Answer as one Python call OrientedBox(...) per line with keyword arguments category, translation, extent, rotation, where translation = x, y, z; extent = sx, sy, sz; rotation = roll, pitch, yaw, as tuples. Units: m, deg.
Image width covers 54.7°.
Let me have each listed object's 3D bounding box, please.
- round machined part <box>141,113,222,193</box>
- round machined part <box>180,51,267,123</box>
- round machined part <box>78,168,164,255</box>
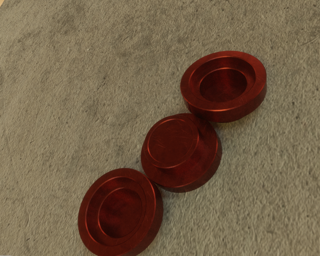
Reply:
OrientedBox(category="round machined part", translation=(0.020, 0.024, 0.368), extent=(0.098, 0.042, 0.098), rotation=(-13, 56, 21))
OrientedBox(category="round machined part", translation=(0.077, -0.045, 0.373), extent=(0.098, 0.042, 0.098), rotation=(-10, 50, 12))
OrientedBox(category="round machined part", translation=(-0.041, 0.099, 0.354), extent=(0.098, 0.042, 0.098), rotation=(-13, 56, 21))
